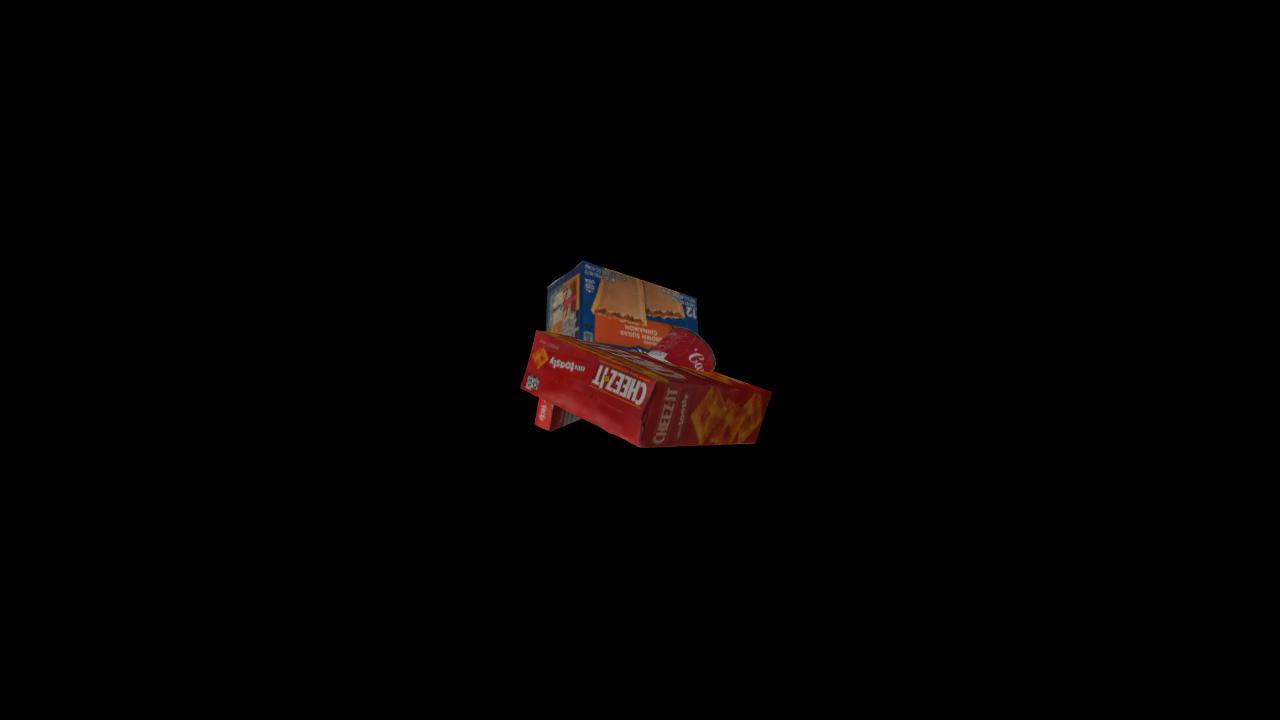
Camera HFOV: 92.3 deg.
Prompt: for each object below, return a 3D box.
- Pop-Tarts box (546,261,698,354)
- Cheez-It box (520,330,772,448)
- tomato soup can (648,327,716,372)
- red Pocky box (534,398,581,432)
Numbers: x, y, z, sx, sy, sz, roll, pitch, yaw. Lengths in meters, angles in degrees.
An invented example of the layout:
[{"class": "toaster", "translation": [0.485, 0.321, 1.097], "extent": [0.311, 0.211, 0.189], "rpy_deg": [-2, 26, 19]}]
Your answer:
[{"class": "Pop-Tarts box", "translation": [-0.018, -0.017, 0.712], "extent": [0.167, 0.141, 0.083], "rpy_deg": [14, -25, -34]}, {"class": "Cheez-It box", "translation": [0.012, 0.033, 0.649], "extent": [0.166, 0.071, 0.223], "rpy_deg": [20, 7, 38]}, {"class": "tomato soup can", "translation": [0.027, 0.020, 0.667], "extent": [0.101, 0.068, 0.068], "rpy_deg": [-45, 25, -29]}, {"class": "red Pocky box", "translation": [-0.058, 0.024, 0.719], "extent": [0.028, 0.083, 0.155], "rpy_deg": [25, 22, 27]}]
